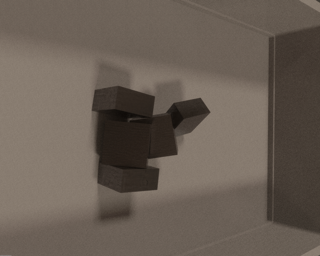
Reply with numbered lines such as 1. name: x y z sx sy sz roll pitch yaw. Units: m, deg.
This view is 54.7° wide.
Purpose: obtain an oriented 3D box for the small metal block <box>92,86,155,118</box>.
1. small metal block: -0.042 -0.028 0.356 0.050 0.050 0.025 12 83 -40

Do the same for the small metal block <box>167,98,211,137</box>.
1. small metal block: 0.031 -0.012 0.415 0.050 0.050 0.025 -14 65 -40

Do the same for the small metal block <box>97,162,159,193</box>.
1. small metal block: -0.037 0.056 0.360 0.050 0.050 0.025 5 91 -40

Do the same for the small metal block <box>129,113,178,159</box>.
1. small metal block: -0.007 0.010 0.384 0.025 0.050 0.050 -62 143 -80

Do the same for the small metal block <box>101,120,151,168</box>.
1. small metal block: -0.038 0.018 0.358 0.050 0.025 0.050 5 89 1
